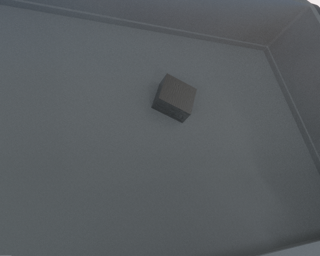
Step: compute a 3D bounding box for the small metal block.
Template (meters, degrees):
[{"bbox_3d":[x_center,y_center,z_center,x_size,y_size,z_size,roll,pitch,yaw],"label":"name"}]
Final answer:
[{"bbox_3d":[0.021,-0.043,0.442,0.050,0.025,0.050,26,53,-12],"label":"small metal block"}]
